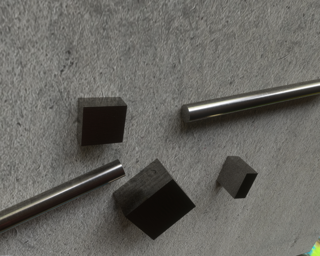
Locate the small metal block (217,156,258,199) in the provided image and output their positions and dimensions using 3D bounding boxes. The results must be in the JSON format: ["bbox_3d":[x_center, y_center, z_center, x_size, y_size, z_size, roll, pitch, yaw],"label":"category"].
[{"bbox_3d":[0.127,0.081,0.513,0.025,0.050,0.050,5,116,-31],"label":"small metal block"}]

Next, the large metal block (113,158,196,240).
[{"bbox_3d":[-0.007,0.105,0.454,0.080,0.050,0.080,-38,130,-3],"label":"large metal block"}]

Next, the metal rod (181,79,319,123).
[{"bbox_3d":[0.171,-0.049,0.472,0.303,0.025,0.025,-12,124,-22],"label":"metal rod"}]

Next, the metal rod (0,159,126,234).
[{"bbox_3d":[-0.185,0.111,0.374,0.302,0.025,0.025,-23,127,-15],"label":"metal rod"}]

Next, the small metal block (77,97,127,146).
[{"bbox_3d":[-0.069,-0.008,0.365,0.050,0.025,0.050,-4,121,-27],"label":"small metal block"}]
